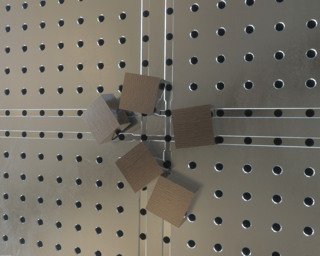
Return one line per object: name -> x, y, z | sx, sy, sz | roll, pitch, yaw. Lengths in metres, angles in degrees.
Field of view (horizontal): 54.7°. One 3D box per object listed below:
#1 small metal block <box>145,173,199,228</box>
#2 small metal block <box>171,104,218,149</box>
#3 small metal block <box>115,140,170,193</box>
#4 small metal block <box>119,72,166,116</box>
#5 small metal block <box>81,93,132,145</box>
small metal block -> 0.016, 0.093, 0.406 | 0.050, 0.025, 0.050 | 26, 98, 17
small metal block -> 0.045, -0.001, 0.396 | 0.050, 0.025, 0.050 | -8, 87, 19
small metal block -> -0.024, 0.052, 0.420 | 0.050, 0.025, 0.050 | -39, 78, 15
small metal block -> -0.024, -0.046, 0.420 | 0.050, 0.025, 0.050 | 12, 94, 19
small metal block -> -0.076, -0.013, 0.432 | 0.050, 0.025, 0.050 | -39, 78, 31
